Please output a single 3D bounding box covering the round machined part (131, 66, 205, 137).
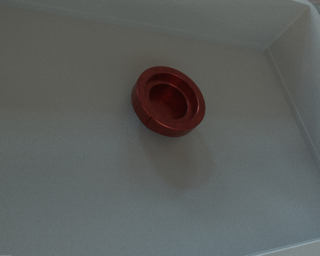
[{"bbox_3d":[0.008,-0.031,0.413,0.099,0.042,0.098,13,56,-21],"label":"round machined part"}]
